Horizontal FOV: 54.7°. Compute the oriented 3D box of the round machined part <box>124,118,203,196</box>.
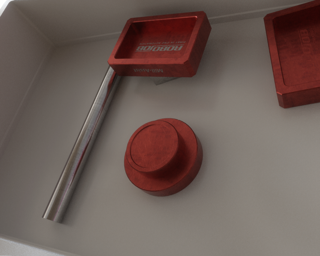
[{"bbox_3d":[-0.001,0.029,0.376,0.098,0.042,0.098,-13,56,20],"label":"round machined part"}]

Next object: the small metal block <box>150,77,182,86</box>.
[{"bbox_3d":[0.011,-0.097,0.458,0.050,0.025,0.050,-15,56,19],"label":"small metal block"}]

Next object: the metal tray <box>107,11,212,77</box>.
[{"bbox_3d":[-0.002,-0.118,0.442,0.130,0.030,0.090,7,65,30],"label":"metal tray"}]

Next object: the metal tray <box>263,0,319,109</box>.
[{"bbox_3d":[0.178,-0.092,0.365,0.090,0.030,0.130,-10,57,22],"label":"metal tray"}]

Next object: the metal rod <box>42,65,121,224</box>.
[{"bbox_3d":[-0.099,-0.011,0.461,0.025,0.025,0.300,5,64,30],"label":"metal rod"}]
